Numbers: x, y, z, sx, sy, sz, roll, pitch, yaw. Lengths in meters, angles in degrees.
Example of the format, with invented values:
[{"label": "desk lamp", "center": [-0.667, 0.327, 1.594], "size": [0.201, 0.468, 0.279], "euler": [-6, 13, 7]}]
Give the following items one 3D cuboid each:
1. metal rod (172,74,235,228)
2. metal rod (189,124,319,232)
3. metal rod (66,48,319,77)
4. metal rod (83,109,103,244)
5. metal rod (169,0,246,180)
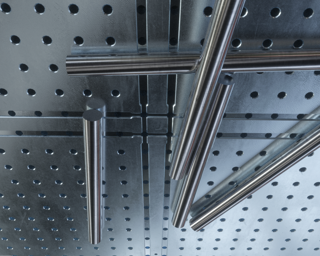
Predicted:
[{"label": "metal rod", "center": [0.054, 0.055, 0.458], "size": [0.025, 0.025, 0.298], "euler": [6, 130, -5]}, {"label": "metal rod", "center": [0.150, 0.083, 0.482], "size": [0.025, 0.025, 0.299], "euler": [29, 124, -22]}, {"label": "metal rod", "center": [0.048, -0.074, 0.348], "size": [0.302, 0.025, 0.025], "euler": [-1, 130, 1]}, {"label": "metal rod", "center": [-0.105, 0.096, 0.492], "size": [0.025, 0.025, 0.298], "euler": [5, 130, -5]}, {"label": "metal rod", "center": [0.045, -0.029, 0.359], "size": [0.025, 0.025, 0.298], "euler": [6, 138, -5]}]
